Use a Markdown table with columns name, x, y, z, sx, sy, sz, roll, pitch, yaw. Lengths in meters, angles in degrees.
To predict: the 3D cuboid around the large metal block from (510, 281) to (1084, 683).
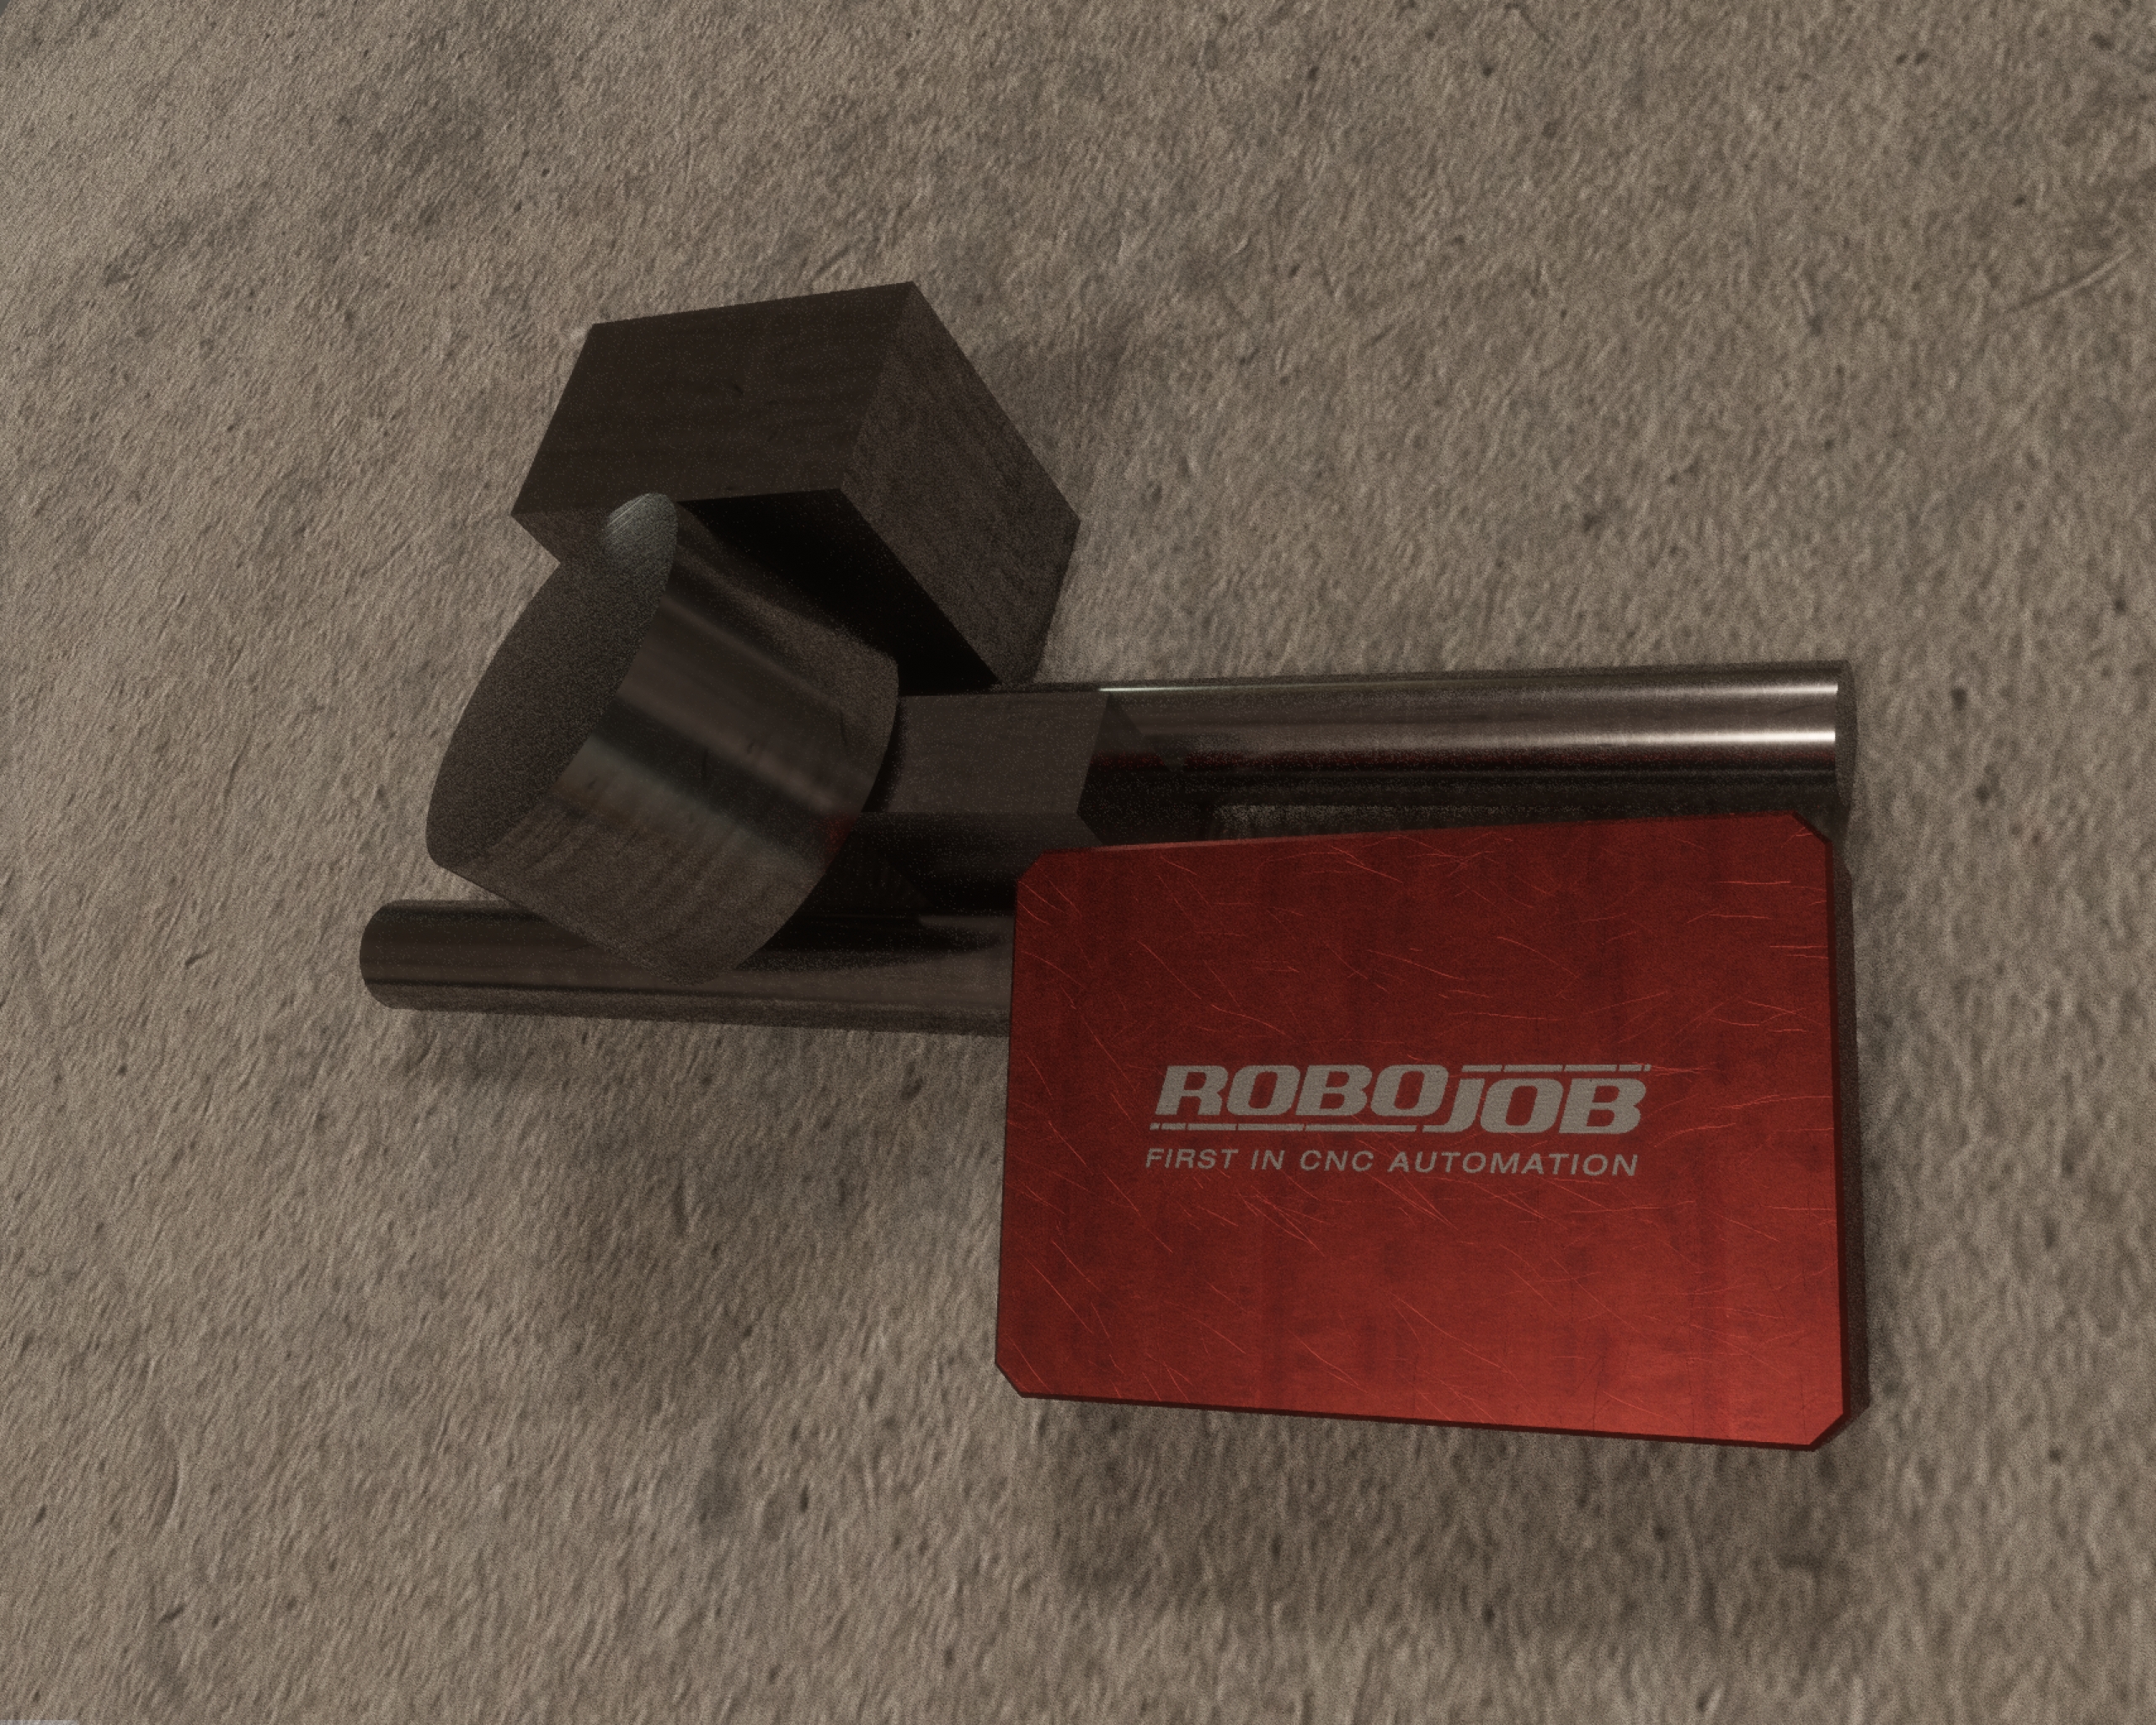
| name | x | y | z | sx | sy | sz | roll | pitch | yaw |
| --- | --- | --- | --- | --- | --- | --- | --- | --- | --- |
| large metal block | -0.057 | -0.073 | 0.443 | 0.080 | 0.080 | 0.050 | 1 | 62 | 28 |

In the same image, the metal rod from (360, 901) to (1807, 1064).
| name | x | y | z | sx | sy | sz | roll | pitch | yaw |
| --- | --- | --- | --- | --- | --- | --- | --- | --- | --- |
| metal rod | -0.019 | 0.021 | 0.402 | 0.300 | 0.025 | 0.025 | 0 | 62 | 27 |

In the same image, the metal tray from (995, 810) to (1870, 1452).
| name | x | y | z | sx | sy | sz | roll | pitch | yaw |
| --- | --- | --- | --- | --- | --- | --- | --- | --- | --- |
| metal tray | 0.053 | 0.042 | 0.330 | 0.130 | 0.030 | 0.090 | -3 | 78 | 25 |

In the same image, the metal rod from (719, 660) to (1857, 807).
| name | x | y | z | sx | sy | sz | roll | pitch | yaw |
| --- | --- | --- | --- | --- | --- | --- | --- | --- | --- |
| metal rod | -0.003 | -0.024 | 0.421 | 0.300 | 0.025 | 0.025 | 1 | 62 | 28 |

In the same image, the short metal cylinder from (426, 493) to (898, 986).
| name | x | y | z | sx | sy | sz | roll | pitch | yaw |
| --- | --- | --- | --- | --- | --- | --- | --- | --- | --- |
| short metal cylinder | -0.080 | -0.023 | 0.398 | 0.080 | 0.050 | 0.080 | -35 | 37 | 33 |

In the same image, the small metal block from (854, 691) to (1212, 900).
| name | x | y | z | sx | sy | sz | roll | pitch | yaw |
| --- | --- | --- | --- | --- | --- | --- | --- | --- | --- |
| small metal block | -0.009 | -0.008 | 0.397 | 0.050 | 0.050 | 0.025 | 1 | 62 | 28 |
